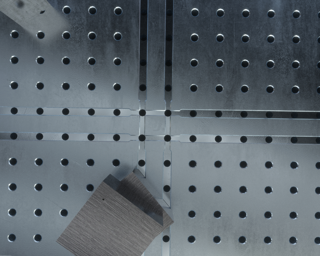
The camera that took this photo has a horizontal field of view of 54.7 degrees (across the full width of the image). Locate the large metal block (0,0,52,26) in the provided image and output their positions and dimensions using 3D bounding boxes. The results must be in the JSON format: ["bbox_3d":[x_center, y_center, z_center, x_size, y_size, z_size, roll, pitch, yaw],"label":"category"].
[{"bbox_3d":[-0.191,-0.187,0.383,0.050,0.080,0.080,-33,90,0],"label":"large metal block"}]

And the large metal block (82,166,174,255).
[{"bbox_3d":[-0.039,0.109,0.400,0.080,0.050,0.080,-39,91,0],"label":"large metal block"}]

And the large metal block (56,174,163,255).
[{"bbox_3d":[-0.053,0.111,0.350,0.080,0.050,0.080,38,90,-1],"label":"large metal block"}]
